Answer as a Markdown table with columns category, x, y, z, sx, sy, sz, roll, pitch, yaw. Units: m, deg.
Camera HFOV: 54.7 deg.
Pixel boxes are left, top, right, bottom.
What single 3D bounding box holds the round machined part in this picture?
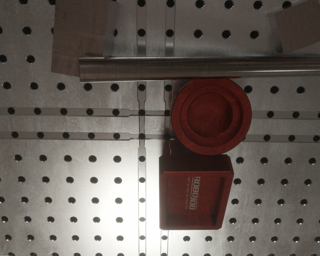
| category | x | y | z | sx | sy | sz | roll | pitch | yaw |
| --- | --- | --- | --- | --- | --- | --- | --- | --- | --- |
| round machined part | 0.061 | -0.018 | 0.393 | 0.099 | 0.042 | 0.097 | 0 | 101 | -2 |

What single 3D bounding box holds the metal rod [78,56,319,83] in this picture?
| category | x | y | z | sx | sy | sz | roll | pitch | yaw |
| --- | --- | --- | --- | --- | --- | --- | --- | --- | --- |
| metal rod | 0.066 | -0.067 | 0.344 | 0.303 | 0.025 | 0.025 | -4 | 111 | -17 |

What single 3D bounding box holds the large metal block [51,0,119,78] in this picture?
| category | x | y | z | sx | sy | sz | roll | pitch | yaw |
| --- | --- | --- | --- | --- | --- | --- | --- | --- | --- |
| large metal block | -0.081 | -0.104 | 0.345 | 0.050 | 0.080 | 0.079 | 10 | 110 | -4 |

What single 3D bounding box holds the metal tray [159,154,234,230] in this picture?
| category | x | y | z | sx | sy | sz | roll | pitch | yaw |
| --- | --- | --- | --- | --- | --- | --- | --- | --- | --- |
| metal tray | 0.044 | 0.091 | 0.421 | 0.091 | 0.030 | 0.129 | 0 | 131 | -1 |

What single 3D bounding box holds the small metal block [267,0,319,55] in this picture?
| category | x | y | z | sx | sy | sz | roll | pitch | yaw |
| --- | --- | --- | --- | --- | --- | --- | --- | --- | --- |
| small metal block | 0.163 | -0.122 | 0.371 | 0.050 | 0.025 | 0.050 | -20 | 109 | 6 |
